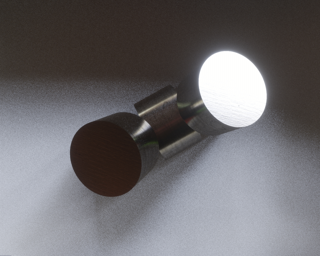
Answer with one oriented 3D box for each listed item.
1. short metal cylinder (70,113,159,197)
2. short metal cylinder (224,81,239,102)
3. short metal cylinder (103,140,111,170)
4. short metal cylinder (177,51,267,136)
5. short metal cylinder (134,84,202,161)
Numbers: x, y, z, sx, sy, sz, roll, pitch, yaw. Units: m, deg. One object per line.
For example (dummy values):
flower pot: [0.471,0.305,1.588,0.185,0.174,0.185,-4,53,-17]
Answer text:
short metal cylinder: [-0.047,0.026,0.332,0.080,0.050,0.079,4,104,18]
short metal cylinder: [0.067,-0.037,0.398,0.081,0.050,0.079,0,90,-1]
short metal cylinder: [-0.048,0.025,0.397,0.081,0.050,0.079,0,90,-1]
short metal cylinder: [0.065,-0.035,0.333,0.081,0.050,0.080,5,77,-21]
short metal cylinder: [0.009,-0.007,0.382,0.050,0.080,0.080,-30,90,0]
